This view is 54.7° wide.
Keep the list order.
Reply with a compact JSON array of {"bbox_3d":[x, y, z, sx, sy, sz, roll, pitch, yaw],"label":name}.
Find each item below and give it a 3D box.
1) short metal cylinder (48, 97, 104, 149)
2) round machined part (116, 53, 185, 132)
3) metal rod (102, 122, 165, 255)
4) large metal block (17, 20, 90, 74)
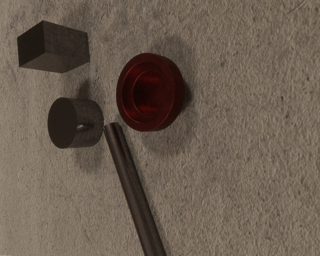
[{"bbox_3d":[-0.136,-0.008,0.498,0.080,0.050,0.079,0,90,39],"label":"short metal cylinder"},{"bbox_3d":[-0.008,-0.044,0.398,0.098,0.042,0.097,0,90,39],"label":"round machined part"},{"bbox_3d":[-0.022,0.131,0.420,0.025,0.025,0.299,-33,70,35],"label":"metal rod"},{"bbox_3d":[-0.175,-0.129,0.510,0.080,0.081,0.050,-11,84,39],"label":"large metal block"}]
